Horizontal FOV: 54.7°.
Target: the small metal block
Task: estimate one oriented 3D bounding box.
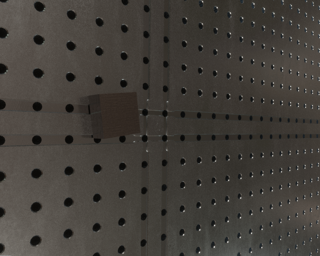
[{"bbox_3d":[-0.053,-0.016,0.366,0.050,0.025,0.050,-9,96,-40],"label":"small metal block"}]
